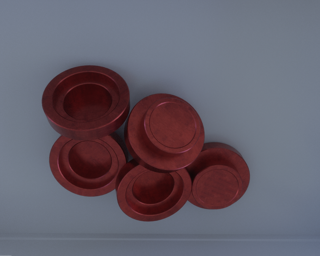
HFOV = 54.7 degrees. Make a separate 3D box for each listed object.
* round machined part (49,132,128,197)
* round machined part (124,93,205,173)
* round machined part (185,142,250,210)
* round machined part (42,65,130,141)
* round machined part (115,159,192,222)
[{"bbox_3d":[-0.091,0.039,0.413,0.099,0.042,0.097,0,110,-1],"label":"round machined part"},{"bbox_3d":[0.009,0.002,0.372,0.099,0.042,0.098,6,70,-16],"label":"round machined part"},{"bbox_3d":[0.076,0.072,0.428,0.099,0.042,0.097,0,110,-1],"label":"round machined part"},{"bbox_3d":[-0.085,-0.026,0.371,0.099,0.098,0.042,3,146,-2],"label":"round machined part"},{"bbox_3d":[-0.011,0.074,0.415,0.099,0.042,0.097,-6,117,-12],"label":"round machined part"}]
